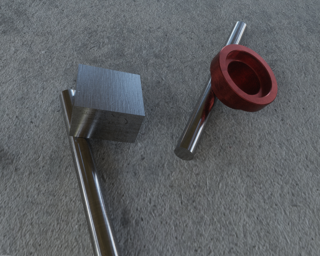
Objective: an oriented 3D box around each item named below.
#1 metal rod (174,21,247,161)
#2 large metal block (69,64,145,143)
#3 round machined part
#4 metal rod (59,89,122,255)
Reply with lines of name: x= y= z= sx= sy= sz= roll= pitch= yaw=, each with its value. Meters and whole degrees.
metal rod: x=0.086 y=-0.074 z=0.466 sx=0.025 sy=0.025 sz=0.301 roll=18 pitch=52 yaw=14
large metal block: x=-0.068 y=-0.031 z=0.394 sx=0.081 sy=0.050 sz=0.080 roll=8 pitch=44 yaw=-18
round machined part: x=0.111 y=-0.065 z=0.431 sx=0.099 sy=0.042 sz=0.098 roll=13 pitch=59 yaw=-22
metal rod: x=-0.079 y=0.063 z=0.349 sx=0.025 sy=0.025 sz=0.299 roll=-15 pitch=52 yaw=-13
